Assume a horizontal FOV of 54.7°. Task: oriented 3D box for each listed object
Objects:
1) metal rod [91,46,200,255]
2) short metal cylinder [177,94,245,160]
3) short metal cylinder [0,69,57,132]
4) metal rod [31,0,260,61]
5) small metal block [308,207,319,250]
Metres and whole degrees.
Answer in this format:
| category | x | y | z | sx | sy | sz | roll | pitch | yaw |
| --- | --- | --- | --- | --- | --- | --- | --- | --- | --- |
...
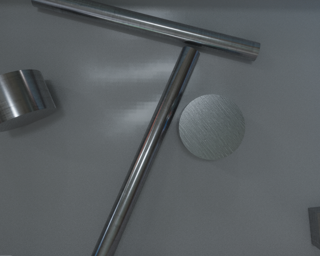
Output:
| category | x | y | z | sx | sy | sz | roll | pitch | yaw |
| --- | --- | --- | --- | --- | --- | --- | --- | --- | --- |
| metal rod | -0.017 | 0.034 | 0.391 | 0.025 | 0.025 | 0.299 | 24 | 82 | -1 |
| short metal cylinder | 0.063 | -0.001 | 0.400 | 0.081 | 0.050 | 0.079 | 0 | 90 | -1 |
| short metal cylinder | -0.176 | -0.032 | 0.382 | 0.080 | 0.080 | 0.050 | -23 | 90 | 0 |
| metal rod | -0.018 | -0.137 | 0.411 | 0.302 | 0.025 | 0.025 | 14 | 90 | -1 |
| small metal block | 0.232 | 0.132 | 0.415 | 0.050 | 0.025 | 0.050 | -6 | 90 | -1 |
